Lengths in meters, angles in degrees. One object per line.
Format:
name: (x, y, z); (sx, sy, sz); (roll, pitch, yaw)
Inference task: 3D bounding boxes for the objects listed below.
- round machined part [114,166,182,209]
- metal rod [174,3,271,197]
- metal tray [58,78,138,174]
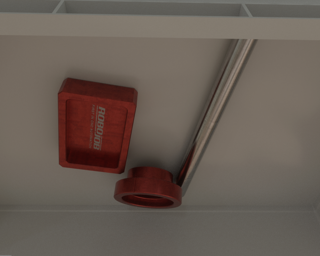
round machined part: (-0.016, 0.087, 0.457); (0.099, 0.042, 0.098); (4, 154, 2)
metal rod: (0.064, -0.009, 0.402); (0.025, 0.025, 0.298); (10, 130, -9)
metal tray: (-0.084, 0.003, 0.406); (0.091, 0.030, 0.129); (8, 130, -8)
